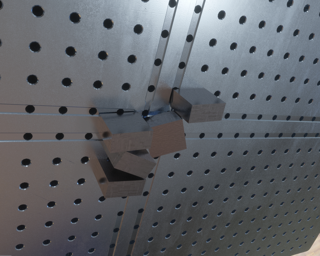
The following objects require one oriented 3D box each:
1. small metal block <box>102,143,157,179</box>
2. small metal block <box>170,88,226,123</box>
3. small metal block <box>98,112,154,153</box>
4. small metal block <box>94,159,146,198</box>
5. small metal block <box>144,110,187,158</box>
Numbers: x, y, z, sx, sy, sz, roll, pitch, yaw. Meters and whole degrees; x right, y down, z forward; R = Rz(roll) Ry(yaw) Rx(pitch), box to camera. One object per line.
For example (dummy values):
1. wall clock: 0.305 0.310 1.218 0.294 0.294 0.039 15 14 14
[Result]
1. small metal block: -0.040 0.034 0.396 0.050 0.050 0.025 27 104 -38
2. small metal block: 0.048 -0.030 0.405 0.050 0.050 0.025 -5 121 -26
3. small metal block: -0.042 0.004 0.376 0.050 0.050 0.025 -5 121 -26
4. small metal block: -0.053 0.064 0.407 0.050 0.050 0.025 2 117 -30
5. small metal block: 0.006 0.008 0.414 0.050 0.025 0.050 -15 126 -5
